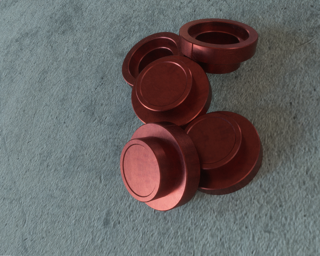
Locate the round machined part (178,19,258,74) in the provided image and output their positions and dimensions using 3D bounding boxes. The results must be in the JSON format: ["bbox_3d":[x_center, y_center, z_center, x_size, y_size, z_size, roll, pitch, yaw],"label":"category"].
[{"bbox_3d":[0.073,-0.104,0.401,0.099,0.042,0.098,0,39,0],"label":"round machined part"}]

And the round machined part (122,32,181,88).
[{"bbox_3d":[-0.002,-0.087,0.448,0.098,0.042,0.098,-13,56,20],"label":"round machined part"}]

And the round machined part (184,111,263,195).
[{"bbox_3d":[0.062,0.022,0.348,0.098,0.042,0.098,-13,56,20],"label":"round machined part"}]

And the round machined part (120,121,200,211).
[{"bbox_3d":[-0.007,0.043,0.338,0.098,0.042,0.097,8,101,47],"label":"round machined part"}]

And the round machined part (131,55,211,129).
[{"bbox_3d":[0.010,-0.045,0.373,0.098,0.042,0.098,-6,71,17],"label":"round machined part"}]
